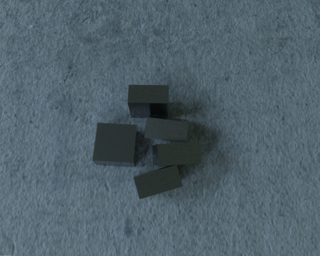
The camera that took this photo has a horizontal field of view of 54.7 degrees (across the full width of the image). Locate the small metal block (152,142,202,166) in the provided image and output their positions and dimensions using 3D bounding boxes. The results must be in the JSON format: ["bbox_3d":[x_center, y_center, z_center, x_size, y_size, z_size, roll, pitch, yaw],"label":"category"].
[{"bbox_3d":[0.019,0.032,0.378,0.050,0.050,0.025,-3,85,-9],"label":"small metal block"}]

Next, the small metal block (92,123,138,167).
[{"bbox_3d":[-0.056,0.022,0.399,0.050,0.025,0.050,3,70,1],"label":"small metal block"}]

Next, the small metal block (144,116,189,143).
[{"bbox_3d":[0.009,0.000,0.392,0.050,0.050,0.025,7,96,2],"label":"small metal block"}]

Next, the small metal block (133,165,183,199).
[{"bbox_3d":[-0.004,0.063,0.369,0.050,0.050,0.025,-16,85,-6],"label":"small metal block"}]

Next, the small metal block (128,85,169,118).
[{"bbox_3d":[-0.014,-0.034,0.407,0.050,0.050,0.025,1,70,0],"label":"small metal block"}]
